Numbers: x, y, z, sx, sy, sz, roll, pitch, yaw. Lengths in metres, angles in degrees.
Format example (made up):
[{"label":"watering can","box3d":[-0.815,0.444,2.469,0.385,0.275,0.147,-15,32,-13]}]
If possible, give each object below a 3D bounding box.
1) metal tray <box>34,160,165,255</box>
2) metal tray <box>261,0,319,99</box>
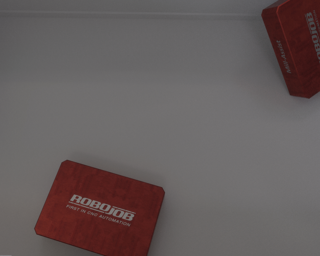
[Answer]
[{"label":"metal tray","box3d":[-0.068,0.099,0.370,0.131,0.030,0.090,15,71,5]},{"label":"metal tray","box3d":[0.198,-0.116,0.412,0.090,0.030,0.130,-33,111,-11]}]
